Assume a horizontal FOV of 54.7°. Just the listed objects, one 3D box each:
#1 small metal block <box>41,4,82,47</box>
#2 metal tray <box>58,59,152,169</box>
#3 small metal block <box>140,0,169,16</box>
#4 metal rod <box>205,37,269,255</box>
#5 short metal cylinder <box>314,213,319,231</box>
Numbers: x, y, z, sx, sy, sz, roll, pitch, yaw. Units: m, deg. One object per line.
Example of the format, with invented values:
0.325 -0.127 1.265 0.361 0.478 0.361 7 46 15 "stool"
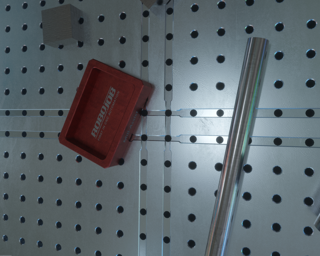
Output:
-0.147 -0.152 0.463 0.050 0.025 0.050 -5 88 19 "small metal block"
-0.079 -0.020 0.436 0.090 0.030 0.129 26 98 17 "metal tray"
-0.009 -0.190 0.415 0.050 0.025 0.050 -46 76 14 "small metal block"
0.091 0.041 0.380 0.025 0.025 0.298 12 94 19 "metal rod"
0.207 0.098 0.311 0.080 0.080 0.050 28 99 17 "short metal cylinder"
